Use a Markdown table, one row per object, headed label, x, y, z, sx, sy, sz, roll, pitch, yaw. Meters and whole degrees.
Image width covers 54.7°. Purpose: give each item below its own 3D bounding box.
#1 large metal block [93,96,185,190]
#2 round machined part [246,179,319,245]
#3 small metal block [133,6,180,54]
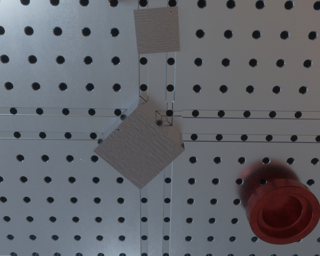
| label | x | y | z | sx | sy | sz | roll | pitch | yaw |
| --- | --- | --- | --- | --- | --- | --- | --- | --- | --- |
| large metal block | -0.026 | 0.019 | 0.407 | 0.080 | 0.050 | 0.080 | 43 | 105 | -14 |
| round machined part | 0.173 | 0.116 | 0.448 | 0.099 | 0.042 | 0.097 | 0 | 110 | 0 |
| small metal block | -0.003 | -0.117 | 0.370 | 0.050 | 0.025 | 0.050 | -4 | 110 | 1 |
